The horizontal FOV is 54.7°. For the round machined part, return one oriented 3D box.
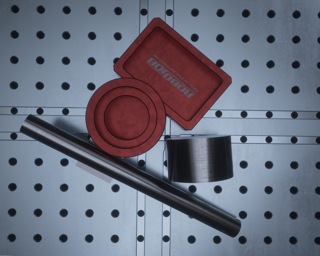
[{"bbox_3d":[-0.041,-0.013,0.396,0.099,0.042,0.097,0,90,1],"label":"round machined part"}]

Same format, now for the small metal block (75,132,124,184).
[{"bbox_3d":[-0.075,0.038,0.413,0.050,0.025,0.050,28,90,-1],"label":"small metal block"}]

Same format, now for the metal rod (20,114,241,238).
[{"bbox_3d":[-0.029,0.065,0.393,0.301,0.025,0.025,28,90,-9],"label":"metal rod"}]

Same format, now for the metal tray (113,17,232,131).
[{"bbox_3d":[0.016,-0.069,0.410,0.130,0.030,0.090,40,89,0],"label":"metal tray"}]

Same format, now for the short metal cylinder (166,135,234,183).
[{"bbox_3d":[0.049,0.036,0.385,0.081,0.080,0.050,-4,90,-1],"label":"short metal cylinder"}]
